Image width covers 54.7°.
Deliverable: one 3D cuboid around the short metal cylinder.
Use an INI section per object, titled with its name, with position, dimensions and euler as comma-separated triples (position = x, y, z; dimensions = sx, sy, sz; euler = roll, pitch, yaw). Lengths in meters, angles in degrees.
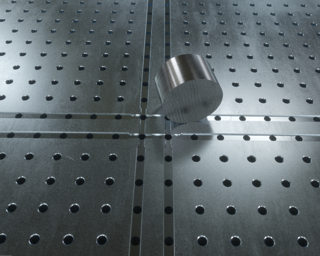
[short metal cylinder]
position = 0.038, -0.052, 0.416
dimensions = 0.081, 0.080, 0.050
euler = -9, 51, -8
